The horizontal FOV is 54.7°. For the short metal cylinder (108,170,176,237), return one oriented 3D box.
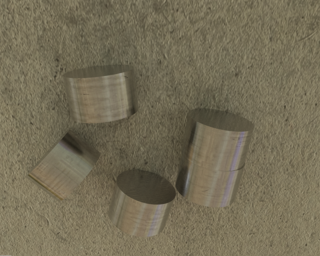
[{"bbox_3d":[-0.024,0.099,0.416,0.080,0.080,0.050,15,110,-6],"label":"short metal cylinder"}]

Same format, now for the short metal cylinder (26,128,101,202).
[{"bbox_3d":[-0.123,0.046,0.396,0.050,0.080,0.080,43,105,-14],"label":"short metal cylinder"}]

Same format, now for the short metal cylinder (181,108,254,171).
[{"bbox_3d":[0.070,0.012,0.385,0.081,0.080,0.050,8,110,-3],"label":"short metal cylinder"}]

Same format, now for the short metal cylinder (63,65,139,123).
[{"bbox_3d":[-0.068,-0.043,0.364,0.080,0.080,0.050,-5,110,1],"label":"short metal cylinder"}]

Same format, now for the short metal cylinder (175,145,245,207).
[{"bbox_3d":[0.064,0.058,0.402,0.081,0.080,0.050,8,110,-3],"label":"short metal cylinder"}]
